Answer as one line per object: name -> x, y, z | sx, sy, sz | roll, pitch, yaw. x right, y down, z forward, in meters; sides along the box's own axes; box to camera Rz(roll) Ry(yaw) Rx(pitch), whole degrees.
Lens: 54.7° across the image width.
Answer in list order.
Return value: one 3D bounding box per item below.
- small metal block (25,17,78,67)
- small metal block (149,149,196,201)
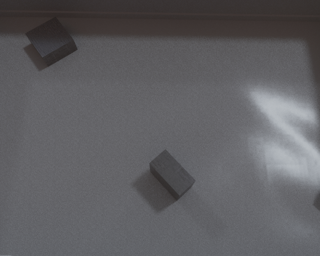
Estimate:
small metal block -> -0.158, -0.127, 0.454 | 0.050, 0.025, 0.050 | -35, 74, -12
small metal block -> 0.014, 0.058, 0.375 | 0.025, 0.050, 0.050 | -41, 75, -13
